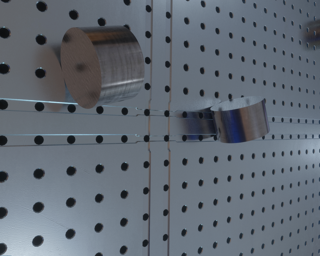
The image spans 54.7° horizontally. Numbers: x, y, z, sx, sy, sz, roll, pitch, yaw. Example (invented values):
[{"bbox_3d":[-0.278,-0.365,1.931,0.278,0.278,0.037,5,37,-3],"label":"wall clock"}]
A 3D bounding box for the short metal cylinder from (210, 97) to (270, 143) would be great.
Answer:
[{"bbox_3d":[0.123,-0.014,0.476,0.081,0.080,0.050,-24,106,-37],"label":"short metal cylinder"}]

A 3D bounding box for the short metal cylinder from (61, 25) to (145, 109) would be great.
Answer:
[{"bbox_3d":[-0.061,-0.064,0.322,0.050,0.080,0.079,-19,102,-39],"label":"short metal cylinder"}]
